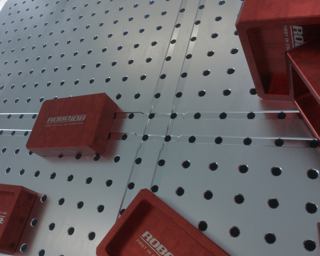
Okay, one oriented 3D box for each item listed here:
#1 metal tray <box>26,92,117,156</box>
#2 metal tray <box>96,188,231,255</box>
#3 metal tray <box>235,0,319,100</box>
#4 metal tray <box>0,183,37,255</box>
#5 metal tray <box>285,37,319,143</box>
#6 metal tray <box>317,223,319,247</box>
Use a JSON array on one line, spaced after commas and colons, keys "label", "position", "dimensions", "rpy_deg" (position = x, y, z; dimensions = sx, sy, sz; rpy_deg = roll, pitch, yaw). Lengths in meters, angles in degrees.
[{"label": "metal tray", "position": [-0.138, -0.004, 0.481], "dimensions": [0.130, 0.030, 0.090], "rpy_deg": [-3, 60, 26]}, {"label": "metal tray", "position": [0.004, 0.135, 0.321], "dimensions": [0.130, 0.030, 0.090], "rpy_deg": [31, 79, 38]}, {"label": "metal tray", "position": [0.137, -0.075, 0.315], "dimensions": [0.090, 0.130, 0.030], "rpy_deg": [7, 66, 31]}, {"label": "metal tray", "position": [-0.255, 0.129, 0.461], "dimensions": [0.130, 0.030, 0.090], "rpy_deg": [-1, 61, 27]}, {"label": "metal tray", "position": [0.160, -0.007, 0.279], "dimensions": [0.030, 0.090, 0.130], "rpy_deg": [-26, 58, 12]}, {"label": "metal tray", "position": [0.183, 0.091, 0.212], "dimensions": [0.130, 0.090, 0.030], "rpy_deg": [-8, 86, 24]}]
